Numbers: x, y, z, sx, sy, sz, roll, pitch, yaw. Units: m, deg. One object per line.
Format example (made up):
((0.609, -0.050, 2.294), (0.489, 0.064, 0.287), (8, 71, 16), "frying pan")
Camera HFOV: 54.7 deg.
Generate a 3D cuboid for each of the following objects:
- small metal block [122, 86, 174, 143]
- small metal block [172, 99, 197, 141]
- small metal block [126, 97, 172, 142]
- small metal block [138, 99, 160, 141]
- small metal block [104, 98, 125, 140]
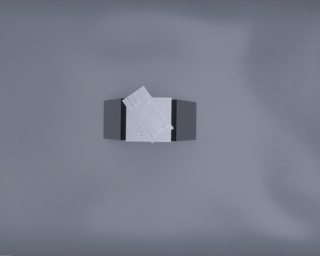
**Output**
((-0.011, -0.013, 0.321), (0.025, 0.050, 0.050), (-35, 90, 1), "small metal block")
((0.023, -0.009, 0.395), (0.025, 0.050, 0.050), (1, 90, 34), "small metal block")
((-0.013, -0.009, 0.359), (0.050, 0.025, 0.050), (1, 90, 0), "small metal block")
((-0.013, -0.009, 0.397), (0.025, 0.050, 0.050), (1, 90, 0), "small metal block")
((-0.050, -0.011, 0.394), (0.025, 0.050, 0.050), (1, 90, -34), "small metal block")
